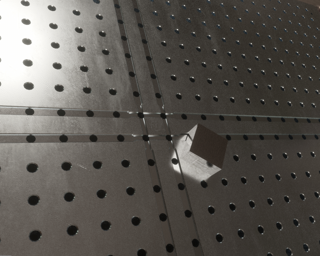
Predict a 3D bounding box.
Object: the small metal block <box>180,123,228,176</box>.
[{"bbox_3d":[0.062,0.029,0.425,0.050,0.025,0.050,30,52,-10],"label":"small metal block"}]
